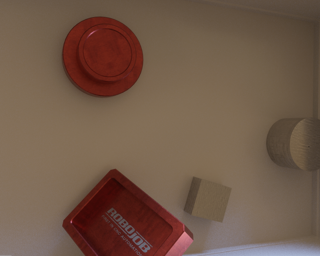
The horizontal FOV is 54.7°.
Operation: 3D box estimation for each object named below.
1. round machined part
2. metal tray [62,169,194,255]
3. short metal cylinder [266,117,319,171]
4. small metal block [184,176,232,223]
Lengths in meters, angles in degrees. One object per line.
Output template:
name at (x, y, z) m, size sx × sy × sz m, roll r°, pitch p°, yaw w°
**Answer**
round machined part at (-0.067, -0.087, 0.377) m, size 0.099 × 0.042 × 0.097 m, roll 0°, pitch 90°, yaw -21°
metal tray at (-0.040, 0.113, 0.343) m, size 0.090 × 0.130 × 0.030 m, roll -47°, pitch 137°, yaw -15°
short metal cylinder at (0.214, 0.024, 0.479) m, size 0.081 × 0.050 × 0.079 m, roll 0°, pitch 90°, yaw -20°
small metal block at (0.067, 0.101, 0.437) m, size 0.050 × 0.025 × 0.050 m, roll 19°, pitch 84°, yaw -20°
